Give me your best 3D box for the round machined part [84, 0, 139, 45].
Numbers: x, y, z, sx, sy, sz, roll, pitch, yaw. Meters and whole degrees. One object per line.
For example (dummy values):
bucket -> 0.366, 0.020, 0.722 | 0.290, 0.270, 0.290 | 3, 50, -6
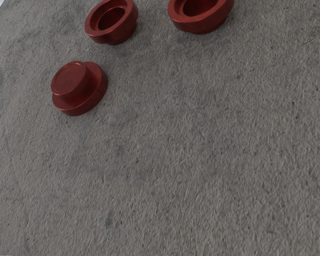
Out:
round machined part -> -0.081, -0.187, 0.550 | 0.098, 0.042, 0.098 | -13, 56, 21

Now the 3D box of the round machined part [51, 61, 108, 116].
round machined part -> -0.139, -0.071, 0.510 | 0.098, 0.042, 0.098 | -13, 56, 21

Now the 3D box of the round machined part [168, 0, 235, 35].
round machined part -> 0.065, -0.182, 0.471 | 0.098, 0.042, 0.098 | -13, 56, 21
